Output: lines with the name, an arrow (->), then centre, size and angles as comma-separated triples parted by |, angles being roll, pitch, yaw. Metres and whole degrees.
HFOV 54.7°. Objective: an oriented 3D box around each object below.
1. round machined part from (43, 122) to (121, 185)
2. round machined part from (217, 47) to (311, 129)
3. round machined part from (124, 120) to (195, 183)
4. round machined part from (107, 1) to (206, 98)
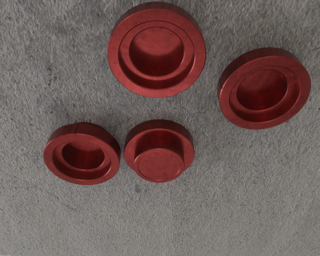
round machined part -> -0.102, 0.030, 0.421 | 0.099, 0.042, 0.097 | 0, 130, 0
round machined part -> 0.115, -0.048, 0.356 | 0.099, 0.042, 0.097 | 0, 130, 0
round machined part -> -0.001, 0.039, 0.429 | 0.099, 0.042, 0.097 | 0, 130, 0
round machined part -> -0.003, -0.083, 0.325 | 0.099, 0.042, 0.097 | 0, 130, 0
